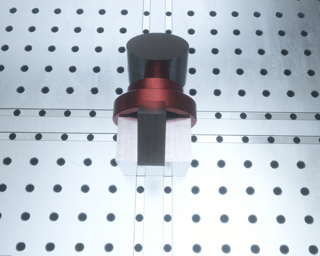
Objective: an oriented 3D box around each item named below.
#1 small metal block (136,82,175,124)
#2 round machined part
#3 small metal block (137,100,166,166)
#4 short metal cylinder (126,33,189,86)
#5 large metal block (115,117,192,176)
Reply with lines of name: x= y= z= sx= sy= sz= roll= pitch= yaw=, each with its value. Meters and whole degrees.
small metal block: x=-0.006 y=-0.034 z=0.423 sx=0.050 sy=0.025 sz=0.050 roll=1 pitch=70 yaw=0
round machined part: x=-0.006 y=-0.026 z=0.371 sx=0.099 sy=0.098 sz=0.042 roll=1 pitch=70 yaw=0
small metal block: x=-0.008 y=0.003 z=0.301 sx=0.025 sy=0.050 sz=0.050 roll=1 pitch=108 yaw=0
short metal cylinder: x=-0.003 y=-0.087 z=0.412 sx=0.081 sy=0.050 sz=0.080 roll=1 pitch=40 yaw=-1
large metal block: x=-0.007 y=0.025 z=0.372 sx=0.081 sy=0.080 sz=0.050 roll=1 pitch=70 yaw=0
